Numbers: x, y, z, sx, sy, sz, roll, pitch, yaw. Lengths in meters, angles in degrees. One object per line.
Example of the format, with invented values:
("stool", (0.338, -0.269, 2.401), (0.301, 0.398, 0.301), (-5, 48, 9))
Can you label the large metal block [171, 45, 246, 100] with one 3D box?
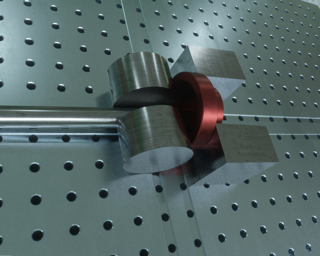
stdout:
("large metal block", (0.061, -0.069, 0.449), (0.081, 0.080, 0.050), (0, 62, -28))

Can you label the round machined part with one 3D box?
("round machined part", (0.044, -0.021, 0.397), (0.042, 0.097, 0.098), (1, 62, -28))

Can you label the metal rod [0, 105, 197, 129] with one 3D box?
("metal rod", (-0.095, -0.012, 0.349), (0.303, 0.025, 0.025), (-1, 62, -24))

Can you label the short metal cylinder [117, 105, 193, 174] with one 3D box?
("short metal cylinder", (-0.007, 0.015, 0.359), (0.081, 0.080, 0.050), (1, 62, -28))

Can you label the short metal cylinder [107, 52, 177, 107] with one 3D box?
("short metal cylinder", (-0.023, -0.050, 0.391), (0.081, 0.080, 0.050), (1, 62, -28))

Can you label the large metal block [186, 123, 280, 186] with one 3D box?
("large metal block", (0.088, 0.036, 0.399), (0.081, 0.080, 0.050), (3, 61, -27))
